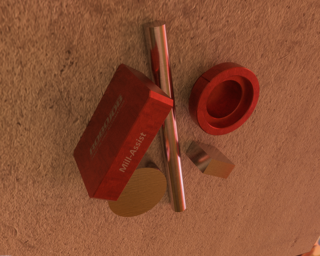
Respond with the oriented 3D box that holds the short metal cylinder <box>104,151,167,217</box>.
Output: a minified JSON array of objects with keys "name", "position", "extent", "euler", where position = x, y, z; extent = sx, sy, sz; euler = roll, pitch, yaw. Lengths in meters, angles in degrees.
[{"name":"short metal cylinder","position":[-0.038,0.072,0.417],"extent":[0.081,0.050,0.079],"euler":[-14,125,-21]}]

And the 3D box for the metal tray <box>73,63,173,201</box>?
[{"name":"metal tray","position":[-0.047,0.003,0.344],"extent":[0.030,0.090,0.129],"euler":[20,108,-36]}]

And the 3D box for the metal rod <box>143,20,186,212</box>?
[{"name":"metal rod","position":[0.013,0.007,0.422],"extent":[0.025,0.025,0.298],"euler":[-21,127,-17]}]

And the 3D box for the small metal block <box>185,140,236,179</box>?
[{"name":"small metal block","position":[0.074,0.047,0.460],"extent":[0.050,0.050,0.025],"euler":[18,109,-36]}]

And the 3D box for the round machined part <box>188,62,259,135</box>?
[{"name":"round machined part","position":[0.081,-0.042,0.417],"extent":[0.099,0.042,0.097],"euler":[-14,125,-21]}]
